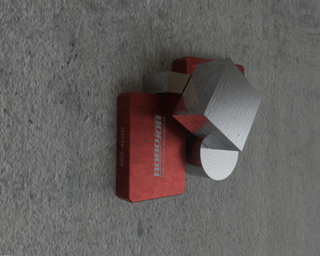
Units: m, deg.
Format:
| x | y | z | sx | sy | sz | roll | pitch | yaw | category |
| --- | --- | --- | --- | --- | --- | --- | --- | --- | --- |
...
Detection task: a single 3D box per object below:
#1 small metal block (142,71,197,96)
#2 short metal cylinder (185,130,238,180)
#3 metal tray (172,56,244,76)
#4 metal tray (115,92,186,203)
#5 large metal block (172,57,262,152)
| x | y | z | sx | sy | sz | roll | pitch | yaw | category |
| --- | --- | --- | --- | --- | --- | --- | --- | --- | --- |
| 0.012 | -0.055 | 0.400 | 0.050 | 0.050 | 0.025 | 1 | 90 | -40 | small metal block |
| 0.068 | 0.032 | 0.446 | 0.081 | 0.050 | 0.080 | 0 | 91 | -39 | short metal cylinder |
| 0.077 | -0.054 | 0.466 | 0.131 | 0.030 | 0.089 | -2 | 92 | -40 | metal tray |
| -0.010 | 0.023 | 0.396 | 0.091 | 0.030 | 0.129 | 1 | 90 | -40 | metal tray |
| 0.073 | -0.027 | 0.384 | 0.080 | 0.050 | 0.080 | 40 | 66 | -33 | large metal block |
